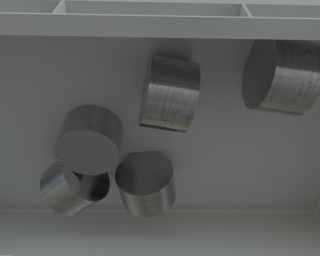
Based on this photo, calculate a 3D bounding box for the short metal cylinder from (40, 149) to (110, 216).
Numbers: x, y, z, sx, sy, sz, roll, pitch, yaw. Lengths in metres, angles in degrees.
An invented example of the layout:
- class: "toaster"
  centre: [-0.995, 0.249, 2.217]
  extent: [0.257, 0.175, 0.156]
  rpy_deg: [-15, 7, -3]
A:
- class: "short metal cylinder"
  centre: [-0.118, 0.076, 0.436]
  extent: [0.050, 0.080, 0.080]
  rpy_deg: [-35, 122, 26]

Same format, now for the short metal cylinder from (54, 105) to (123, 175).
- class: "short metal cylinder"
  centre: [-0.091, 0.017, 0.405]
  extent: [0.081, 0.050, 0.079]
  rpy_deg: [-1, 130, 0]

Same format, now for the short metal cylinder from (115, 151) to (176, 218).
- class: "short metal cylinder"
  centre: [-0.019, 0.079, 0.440]
  extent: [0.080, 0.080, 0.050]
  rpy_deg: [-5, 130, 4]

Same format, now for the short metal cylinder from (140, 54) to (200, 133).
- class: "short metal cylinder"
  centre: [0.008, -0.037, 0.342]
  extent: [0.050, 0.080, 0.079]
  rpy_deg: [9, 130, -8]

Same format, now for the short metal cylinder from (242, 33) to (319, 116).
- class: "short metal cylinder"
  centre: [0.127, -0.055, 0.328]
  extent: [0.050, 0.080, 0.079]
  rpy_deg: [8, 130, -7]
